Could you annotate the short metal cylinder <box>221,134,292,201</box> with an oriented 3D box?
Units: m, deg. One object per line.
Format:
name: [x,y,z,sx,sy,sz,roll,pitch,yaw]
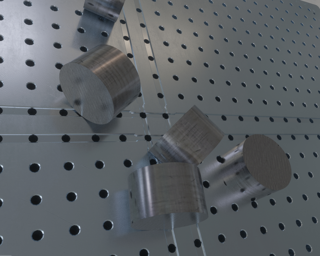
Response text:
short metal cylinder: [0.132,0.055,0.429,0.081,0.050,0.080,14,56,-21]

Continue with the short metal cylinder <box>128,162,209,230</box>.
short metal cylinder: [0.007,0.075,0.331,0.081,0.080,0.050,7,59,-25]

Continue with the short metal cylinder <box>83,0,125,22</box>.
short metal cylinder: [-0.075,-0.205,0.457,0.050,0.080,0.080,20,54,-17]

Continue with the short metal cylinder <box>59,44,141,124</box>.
short metal cylinder: [-0.070,-0.051,0.366,0.080,0.080,0.050,43,51,1]

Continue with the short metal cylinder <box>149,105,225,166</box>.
short metal cylinder: [0.032,0.017,0.379,0.050,0.080,0.080,45,51,2]
